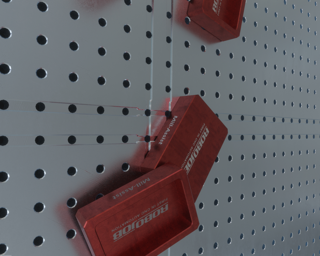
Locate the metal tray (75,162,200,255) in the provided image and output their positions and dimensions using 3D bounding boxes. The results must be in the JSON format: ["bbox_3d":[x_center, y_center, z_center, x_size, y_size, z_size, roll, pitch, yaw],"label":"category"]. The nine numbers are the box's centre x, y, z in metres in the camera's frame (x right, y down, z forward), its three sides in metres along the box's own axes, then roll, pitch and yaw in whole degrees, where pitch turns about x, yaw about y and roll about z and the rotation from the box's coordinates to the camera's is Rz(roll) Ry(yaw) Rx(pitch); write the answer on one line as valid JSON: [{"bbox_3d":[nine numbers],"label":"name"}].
[{"bbox_3d":[-0.020,0.108,0.364,0.131,0.030,0.090,-25,113,-25],"label":"metal tray"}]

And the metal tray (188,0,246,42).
[{"bbox_3d":[0.095,-0.214,0.483,0.091,0.030,0.130,20,78,-38],"label":"metal tray"}]

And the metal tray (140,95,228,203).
[{"bbox_3d":[0.039,0.029,0.438,0.090,0.030,0.130,44,63,-31],"label":"metal tray"}]
